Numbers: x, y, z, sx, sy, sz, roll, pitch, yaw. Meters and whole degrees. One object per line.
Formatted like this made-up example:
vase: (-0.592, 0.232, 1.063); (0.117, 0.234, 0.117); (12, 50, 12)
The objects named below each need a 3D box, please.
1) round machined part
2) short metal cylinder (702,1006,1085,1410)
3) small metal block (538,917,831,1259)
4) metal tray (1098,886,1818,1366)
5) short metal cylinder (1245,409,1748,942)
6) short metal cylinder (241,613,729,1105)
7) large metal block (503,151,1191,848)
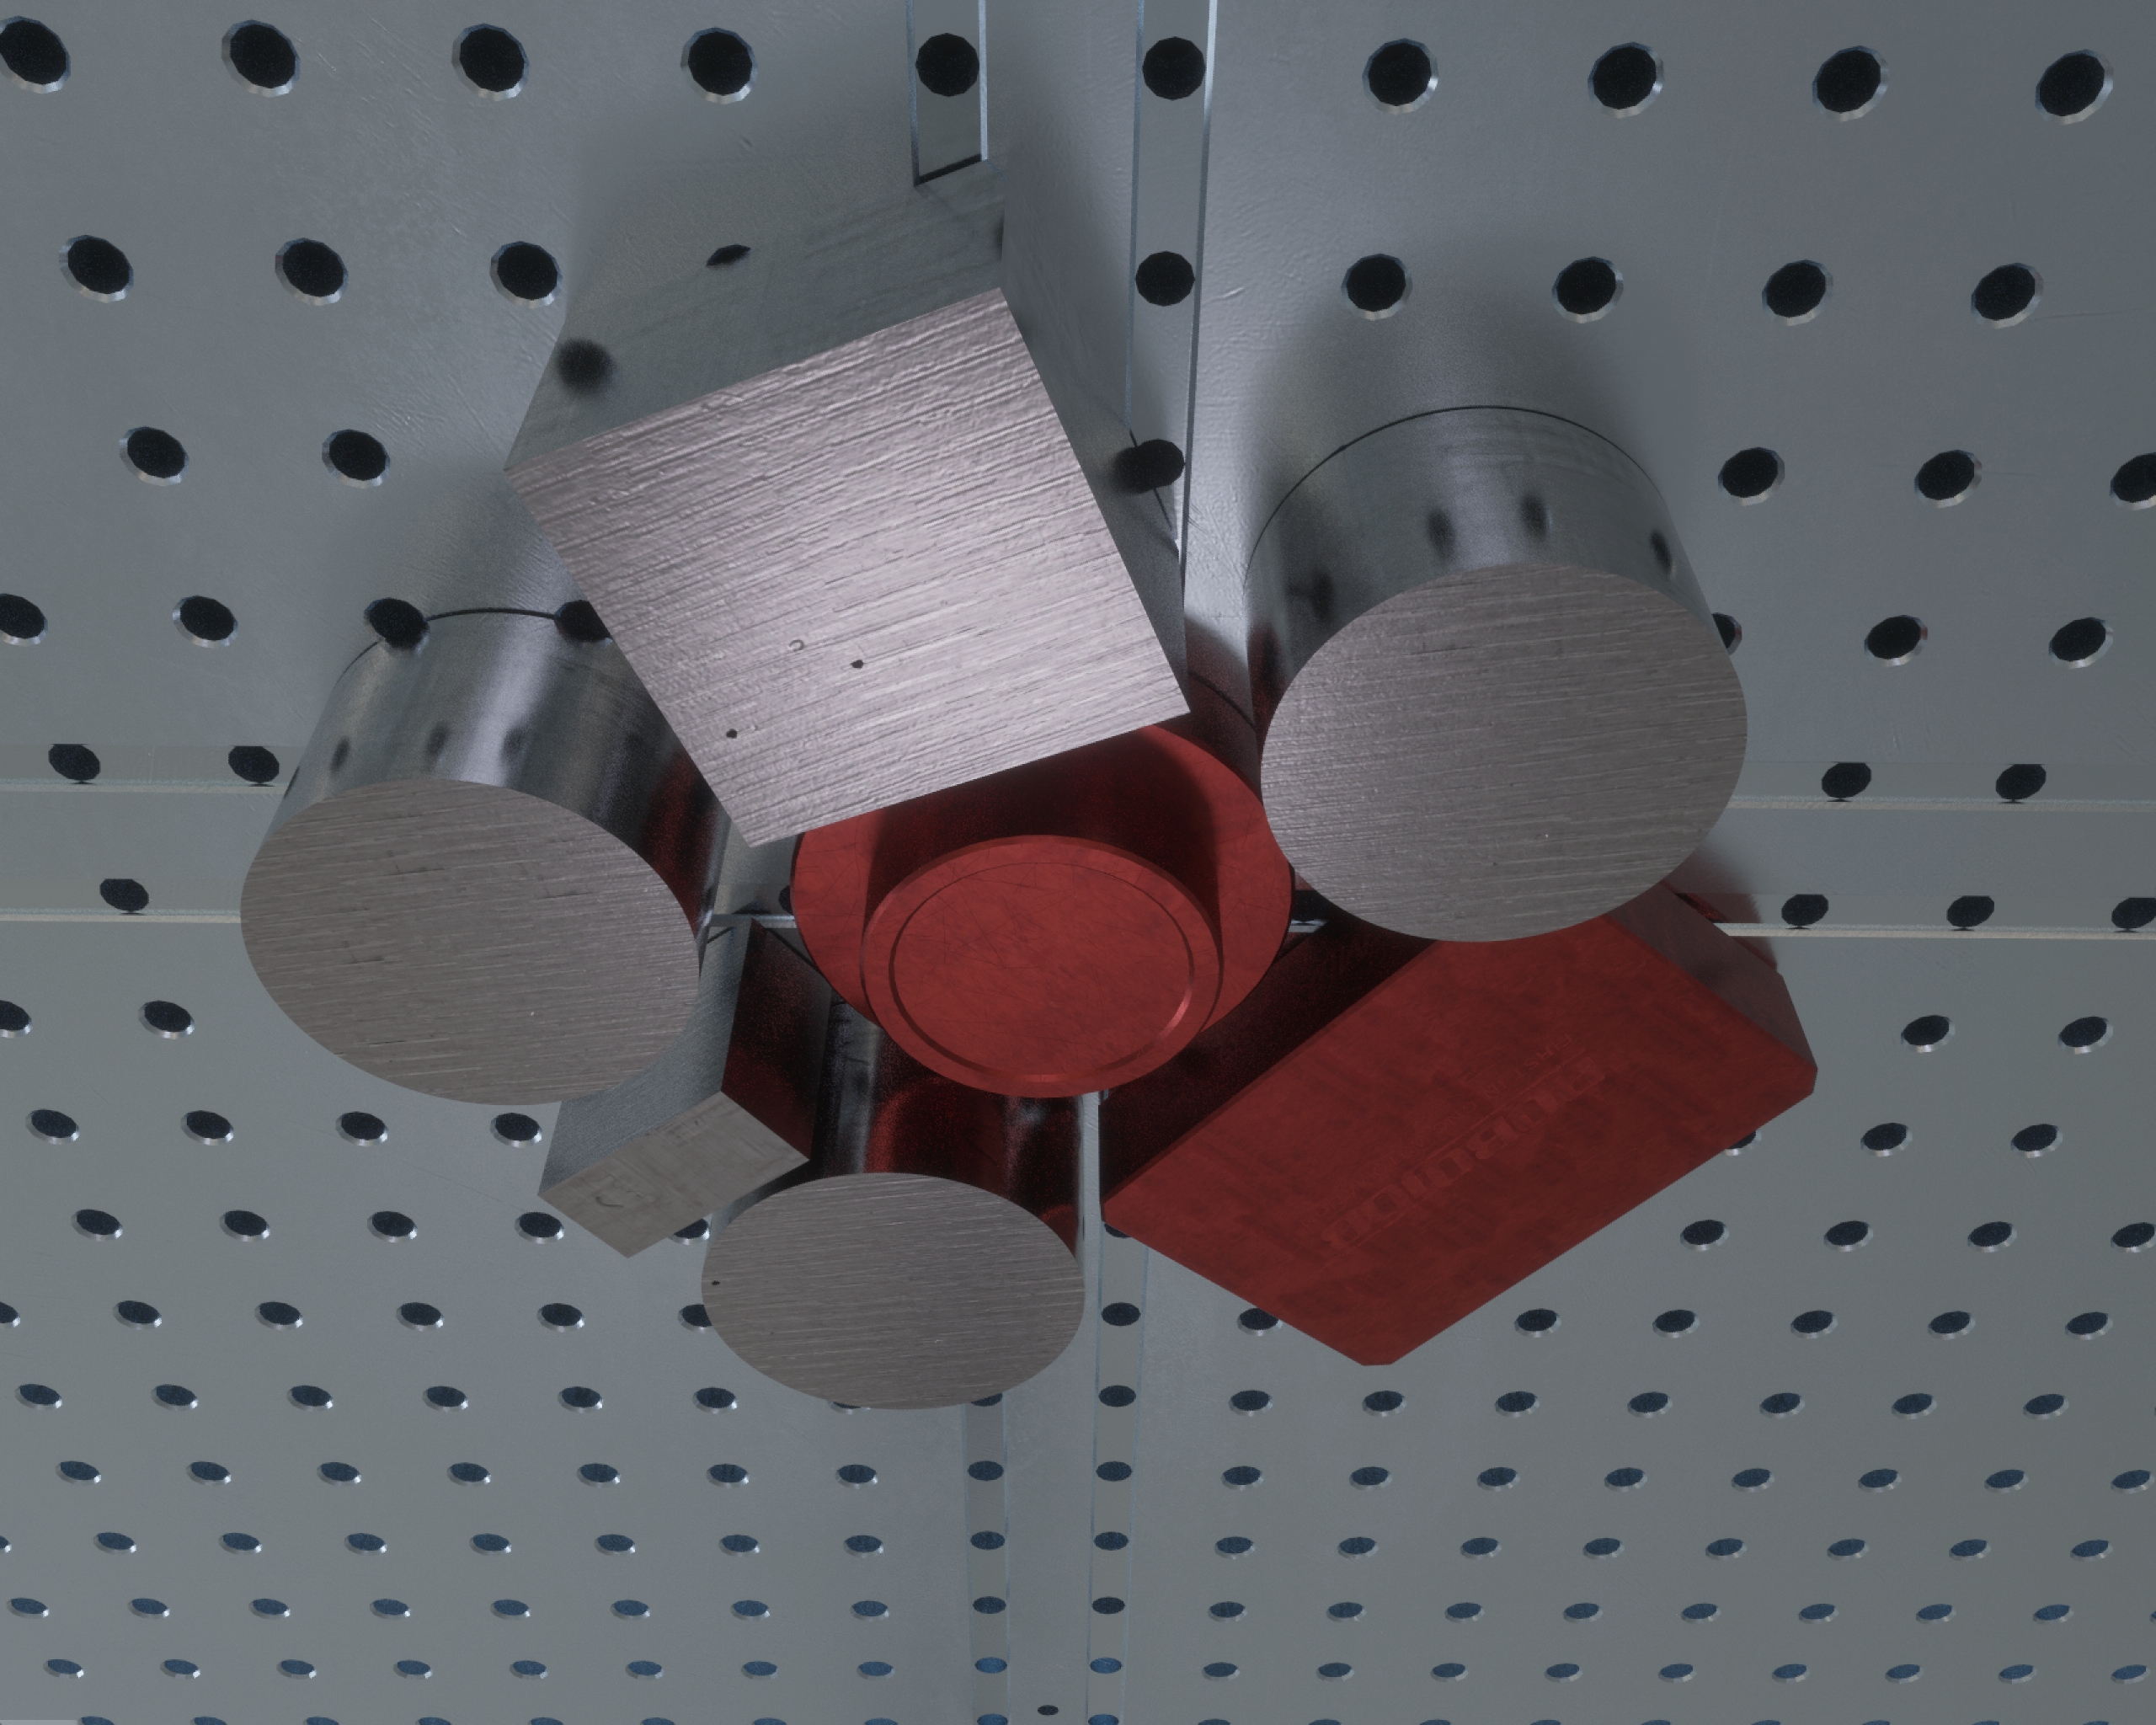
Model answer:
round machined part: (-0.007, 0.008, 0.406); (0.099, 0.042, 0.097); (0, 130, 0)
short metal cylinder: (-0.039, 0.076, 0.458); (0.081, 0.050, 0.079); (0, 130, 0)
small metal block: (-0.080, 0.046, 0.433); (0.050, 0.050, 0.025); (-30, 124, 23)
metal tray: (0.078, 0.051, 0.451); (0.090, 0.030, 0.129); (33, 122, -25)
short metal cylinder: (0.071, -0.032, 0.368); (0.081, 0.050, 0.079); (0, 130, 0)
short metal cylinder: (-0.108, 0.000, 0.393); (0.081, 0.050, 0.079); (0, 130, 0)
large metal block: (-0.034, -0.058, 0.346); (0.080, 0.050, 0.080); (-17, 128, 13)
